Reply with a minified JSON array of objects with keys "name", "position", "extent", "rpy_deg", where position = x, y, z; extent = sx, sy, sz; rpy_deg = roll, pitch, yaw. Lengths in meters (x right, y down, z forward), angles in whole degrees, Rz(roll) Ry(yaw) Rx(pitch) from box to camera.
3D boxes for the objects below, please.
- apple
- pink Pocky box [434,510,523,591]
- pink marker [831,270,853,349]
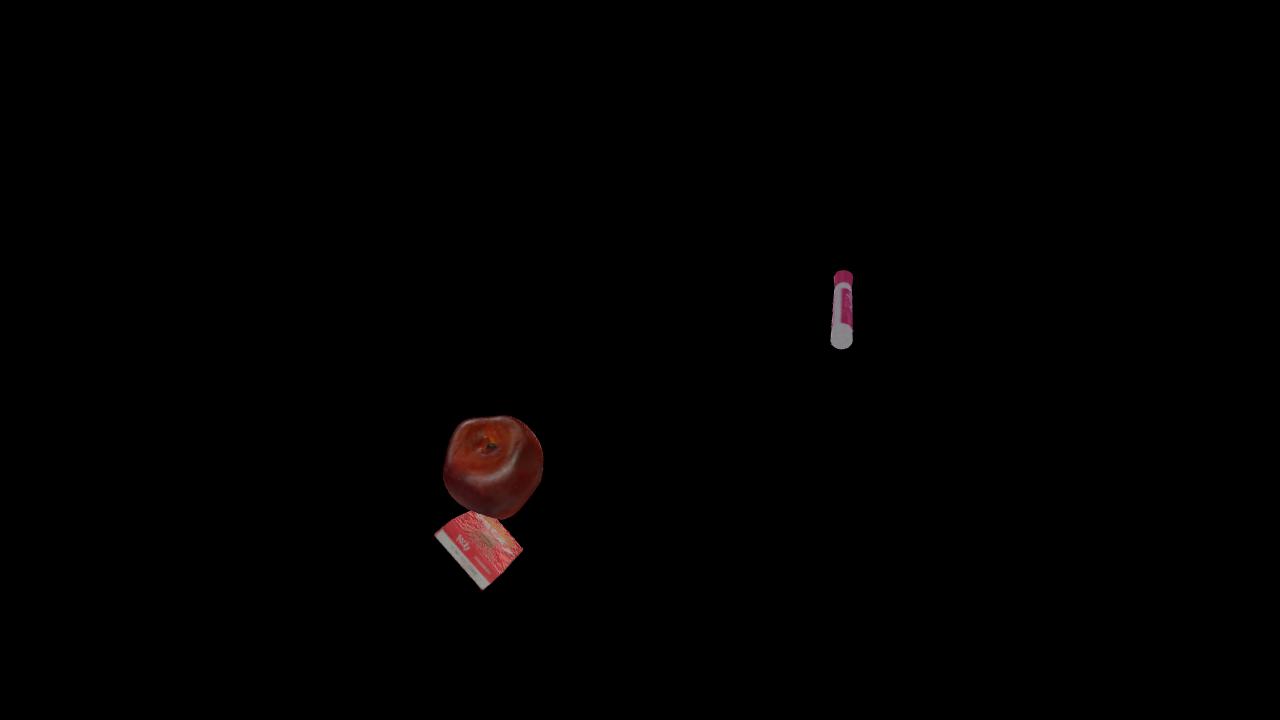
[{"name":"apple","position":[-0.114,0.085,0.485],"extent":[0.079,0.079,0.093],"rpy_deg":[0,-33,-4]},{"name":"pink Pocky box","position":[-0.192,0.223,0.751],"extent":[0.029,0.084,0.155],"rpy_deg":[-42,-5,-5]},{"name":"pink marker","position":[0.194,-0.052,0.589],"extent":[0.020,0.020,0.121],"rpy_deg":[0,36,19]}]
